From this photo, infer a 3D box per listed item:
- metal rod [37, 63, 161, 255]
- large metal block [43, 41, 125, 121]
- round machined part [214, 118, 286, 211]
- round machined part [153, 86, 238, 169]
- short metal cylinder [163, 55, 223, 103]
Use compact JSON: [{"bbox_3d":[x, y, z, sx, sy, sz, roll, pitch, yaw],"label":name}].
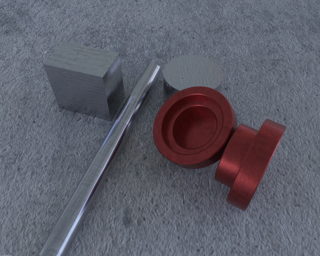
[{"bbox_3d":[-0.058,0.018,0.387,0.025,0.025,0.301,15,51,12],"label":"metal rod"},{"bbox_3d":[-0.098,-0.062,0.419,0.080,0.080,0.050,14,52,11],"label":"large metal block"},{"bbox_3d":[0.092,0.034,0.328,0.042,0.097,0.098,26,55,20],"label":"round machined part"},{"bbox_3d":[0.045,0.002,0.373,0.098,0.042,0.098,-12,62,24],"label":"round machined part"},{"bbox_3d":[0.045,-0.058,0.435,0.081,0.050,0.080,0,50,0],"label":"short metal cylinder"}]
